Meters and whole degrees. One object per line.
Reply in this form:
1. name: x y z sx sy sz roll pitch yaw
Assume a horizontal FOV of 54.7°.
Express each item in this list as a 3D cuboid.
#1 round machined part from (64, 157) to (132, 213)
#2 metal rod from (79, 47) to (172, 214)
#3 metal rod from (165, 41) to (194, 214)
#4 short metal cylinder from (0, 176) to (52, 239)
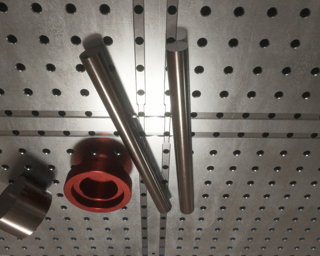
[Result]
1. round machined part: -0.091 0.083 0.470 0.099 0.042 0.097 -1 130 0
2. metal rod: -0.034 0.026 0.433 0.025 0.025 0.299 -13 129 10
3. metal rod: 0.032 0.024 0.432 0.025 0.025 0.298 -4 130 3
4. short metal cylinder: -0.214 0.121 0.476 0.080 0.080 0.050 -32 124 24
